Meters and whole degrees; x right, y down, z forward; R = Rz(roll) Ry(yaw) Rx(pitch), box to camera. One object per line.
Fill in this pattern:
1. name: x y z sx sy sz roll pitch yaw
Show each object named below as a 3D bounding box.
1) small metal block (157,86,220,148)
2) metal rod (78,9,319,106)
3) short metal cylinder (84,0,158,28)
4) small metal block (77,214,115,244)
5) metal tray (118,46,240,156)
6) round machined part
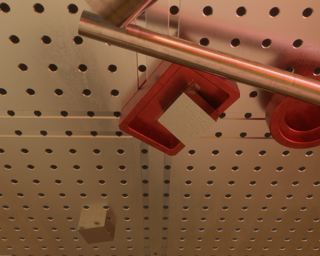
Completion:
1. small metal block: 0.034 -0.013 0.372 0.050 0.025 0.050 42 121 -2
2. metal rod: 0.070 -0.062 0.314 0.302 0.025 0.025 15 129 -7
3. short metal cylinder: -0.036 -0.134 0.261 0.050 0.080 0.080 -31 124 23
4. small metal block: -0.116 0.186 0.569 0.050 0.025 0.050 -11 130 8
5. metal tray: 0.021 -0.028 0.383 0.090 0.030 0.129 30 124 -23
6. round machined part: 0.180 -0.023 0.382 0.099 0.042 0.097 0 130 0
